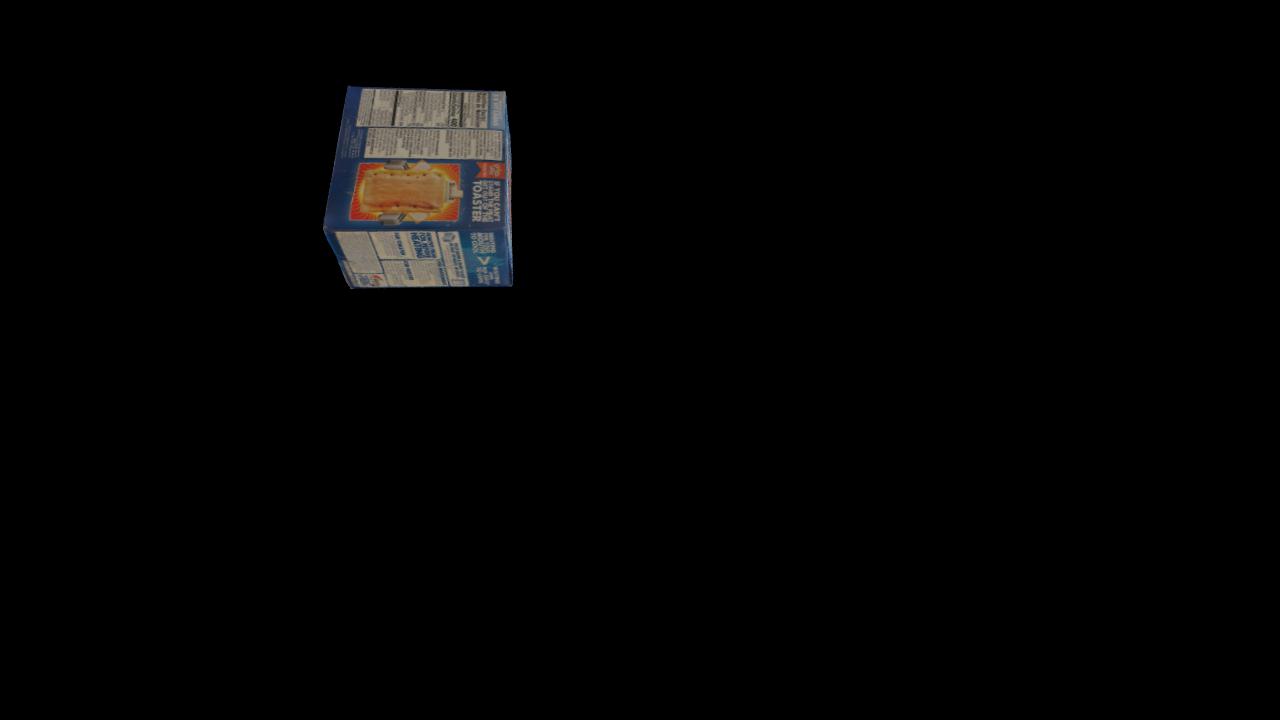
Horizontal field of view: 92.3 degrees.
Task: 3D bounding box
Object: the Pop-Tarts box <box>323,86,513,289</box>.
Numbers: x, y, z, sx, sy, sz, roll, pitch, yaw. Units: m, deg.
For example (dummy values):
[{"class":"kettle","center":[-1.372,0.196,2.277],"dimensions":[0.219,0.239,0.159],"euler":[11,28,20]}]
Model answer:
[{"class":"Pop-Tarts box","center":[-0.187,-0.154,0.550],"dimensions":[0.141,0.167,0.083],"euler":[-3,-28,-9]}]
